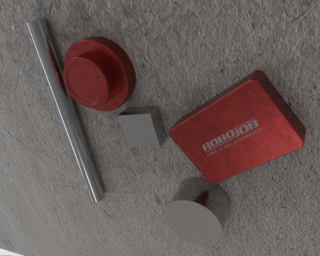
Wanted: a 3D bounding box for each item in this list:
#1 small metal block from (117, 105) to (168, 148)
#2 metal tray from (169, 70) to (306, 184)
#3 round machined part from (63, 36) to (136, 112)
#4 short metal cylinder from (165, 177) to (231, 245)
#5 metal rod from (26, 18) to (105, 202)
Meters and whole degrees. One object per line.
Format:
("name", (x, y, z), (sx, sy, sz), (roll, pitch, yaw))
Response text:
("small metal block", (-0.023, -0.001, 0.418), (0.050, 0.025, 0.050), (-2, 118, 29))
("metal tray", (0.085, 0.005, 0.362), (0.130, 0.030, 0.090), (-33, 100, 38))
("round machined part", (-0.085, -0.064, 0.401), (0.098, 0.042, 0.097), (13, 124, 21))
("short metal cylinder", (0.054, 0.116, 0.434), (0.080, 0.050, 0.079), (13, 124, 21))
("metal rod", (-0.135, -0.010, 0.471), (0.025, 0.025, 0.298), (2, 120, 27))
